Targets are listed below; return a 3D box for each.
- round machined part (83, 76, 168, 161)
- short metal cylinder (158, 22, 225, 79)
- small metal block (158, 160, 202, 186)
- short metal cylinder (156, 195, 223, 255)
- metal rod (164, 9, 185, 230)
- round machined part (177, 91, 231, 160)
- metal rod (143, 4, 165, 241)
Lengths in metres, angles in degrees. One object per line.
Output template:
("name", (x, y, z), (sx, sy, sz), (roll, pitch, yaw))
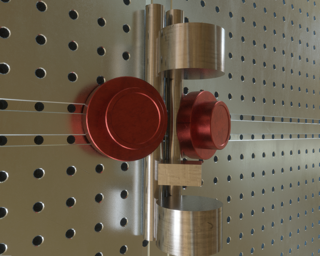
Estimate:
("round machined part", (-0.034, -0.010, 0.353), (0.099, 0.042, 0.097), (0, 90, -26))
("short metal cylinder", (0.038, -0.090, 0.376), (0.081, 0.080, 0.050), (1, 90, -40))
("small metal block", (0.027, 0.055, 0.385), (0.050, 0.050, 0.025), (6, 85, -82))
("short metal cylinder", (0.035, 0.115, 0.375), (0.081, 0.080, 0.050), (1, 90, -40))
("metal rod", (0.019, -0.009, 0.424), (0.025, 0.025, 0.298), (1, 89, -40))
("round machined part", (0.068, -0.004, 0.437), (0.099, 0.042, 0.097), (-1, 91, -55))
("metal rod", (-0.008, -0.008, 0.401), (0.025, 0.025, 0.298), (1, 89, -40))
